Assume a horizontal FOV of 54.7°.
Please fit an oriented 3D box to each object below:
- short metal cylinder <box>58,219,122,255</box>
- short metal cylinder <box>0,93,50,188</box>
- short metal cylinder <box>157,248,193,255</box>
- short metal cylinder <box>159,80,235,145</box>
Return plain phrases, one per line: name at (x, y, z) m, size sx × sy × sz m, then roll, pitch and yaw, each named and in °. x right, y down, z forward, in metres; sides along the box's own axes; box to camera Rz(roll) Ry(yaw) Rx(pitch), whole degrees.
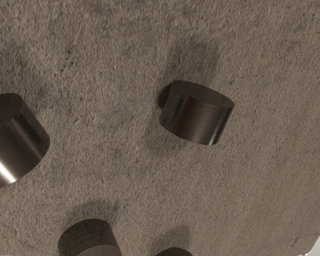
short metal cylinder at (-0.101, 0.179, 0.448) m, size 0.081 × 0.050 × 0.079 m, roll -14°, pitch 125°, yaw -21°
short metal cylinder at (-0.155, 0.011, 0.294) m, size 0.080 × 0.080 × 0.050 m, roll -29°, pitch 129°, yaw -10°
short metal cylinder at (0.028, 0.264, 0.552) m, size 0.081 × 0.080 × 0.050 m, roll -19°, pitch 126°, yaw -18°
short metal cylinder at (0.045, -0.021, 0.385) m, size 0.081 × 0.080 × 0.050 m, roll 6°, pitch 115°, yaw -32°
